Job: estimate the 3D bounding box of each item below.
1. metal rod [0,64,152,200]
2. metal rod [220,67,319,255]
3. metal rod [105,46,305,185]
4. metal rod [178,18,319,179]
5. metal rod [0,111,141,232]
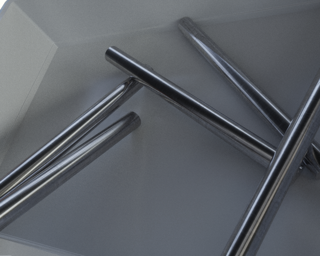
[{"bbox_3d":[-0.102,0.003,0.383,0.025,0.025,0.301,15,45,34],"label":"metal rod"},{"bbox_3d":[0.132,0.010,0.296,0.025,0.025,0.300,22,72,36],"label":"metal rod"},{"bbox_3d":[0.033,-0.031,0.381,0.300,0.025,0.025,37,83,30],"label":"metal rod"},{"bbox_3d":[0.100,-0.060,0.390,0.025,0.025,0.300,-35,51,5],"label":"metal rod"},{"bbox_3d":[-0.121,0.058,0.332,0.025,0.025,0.302,12,35,33],"label":"metal rod"}]
